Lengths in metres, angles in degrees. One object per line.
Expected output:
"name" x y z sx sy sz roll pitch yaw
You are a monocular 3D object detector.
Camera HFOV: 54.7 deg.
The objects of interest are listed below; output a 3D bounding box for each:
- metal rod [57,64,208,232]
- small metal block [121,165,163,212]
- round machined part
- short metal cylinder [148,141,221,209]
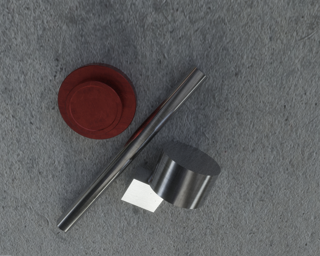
"metal rod" -0.046 0.037 0.422 0.025 0.025 0.299 38 105 -13
"small metal block" -0.020 0.086 0.433 0.050 0.025 0.050 24 128 -9
"round machined part" -0.079 -0.030 0.389 0.099 0.042 0.097 0 110 0
"short metal cylinder" 0.031 0.059 0.402 0.080 0.080 0.050 20 109 -8
